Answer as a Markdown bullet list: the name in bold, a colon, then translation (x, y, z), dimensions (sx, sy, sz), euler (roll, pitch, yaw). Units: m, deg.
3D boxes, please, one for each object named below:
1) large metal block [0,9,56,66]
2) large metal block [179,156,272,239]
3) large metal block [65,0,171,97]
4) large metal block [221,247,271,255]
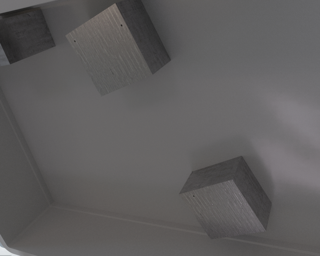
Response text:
- **large metal block**: translation (-0.203, -0.116, 0.409), dimensions (0.080, 0.080, 0.050), euler (-1, 118, 29)
- **large metal block**: translation (0.086, 0.093, 0.404), dimensions (0.080, 0.050, 0.080), euler (-25, 105, 37)
- **large metal block**: translation (-0.047, -0.093, 0.360), dimensions (0.080, 0.050, 0.080), euler (-17, 110, 34)
- **large metal block**: translation (0.140, 0.234, 0.466), dimensions (0.080, 0.050, 0.080), euler (-30, 102, 38)
